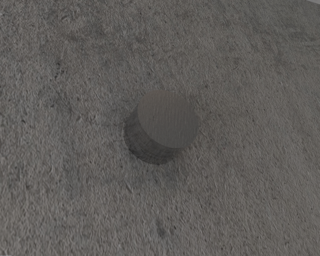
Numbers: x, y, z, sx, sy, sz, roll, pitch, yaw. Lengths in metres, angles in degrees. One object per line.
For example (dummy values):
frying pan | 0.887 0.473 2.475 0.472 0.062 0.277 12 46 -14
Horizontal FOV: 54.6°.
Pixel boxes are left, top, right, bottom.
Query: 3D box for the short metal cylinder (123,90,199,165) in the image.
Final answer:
short metal cylinder | 0.001 -0.001 0.388 0.081 0.050 0.080 13 56 -21
